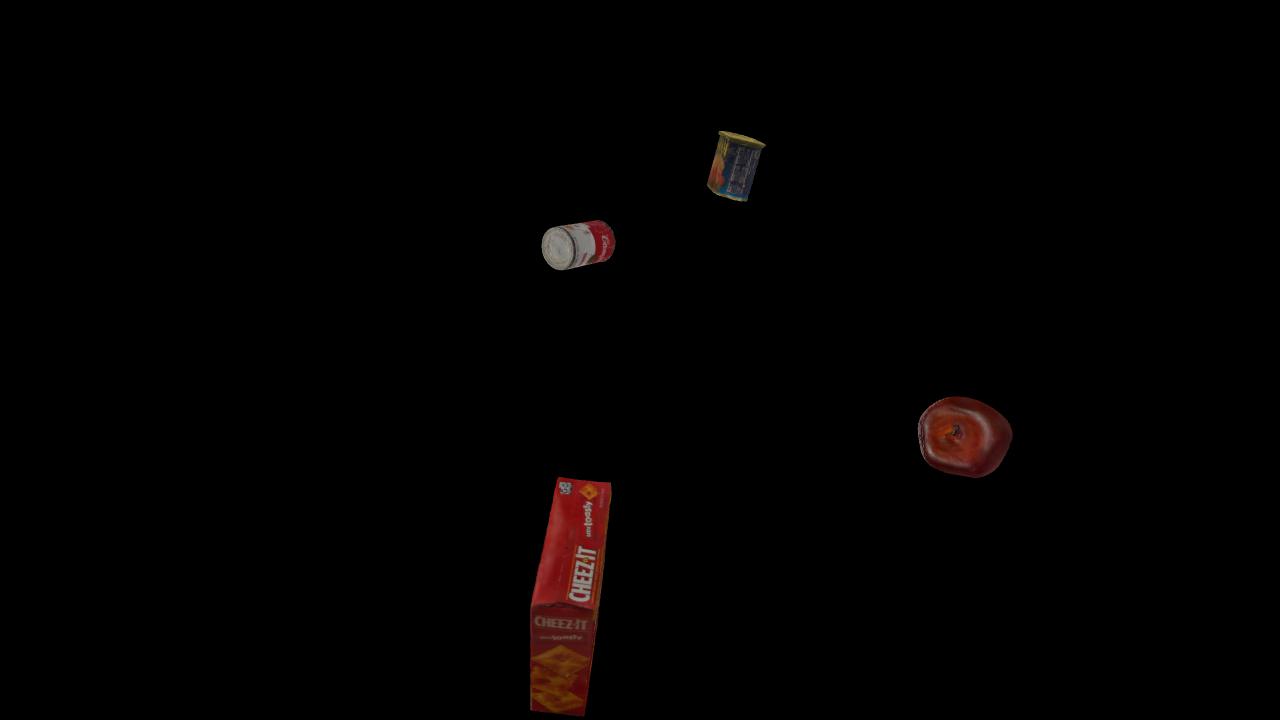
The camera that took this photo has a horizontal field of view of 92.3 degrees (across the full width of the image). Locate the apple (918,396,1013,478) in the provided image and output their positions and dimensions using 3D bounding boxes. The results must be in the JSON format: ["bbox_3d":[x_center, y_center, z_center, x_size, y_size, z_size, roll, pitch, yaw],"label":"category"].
[{"bbox_3d":[0.306,0.072,0.579,0.079,0.079,0.093,0,-11,37],"label":"apple"}]

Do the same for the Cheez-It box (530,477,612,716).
[{"bbox_3d":[-0.080,0.269,0.701,0.071,0.223,0.166,6,36,-2],"label":"Cheez-It box"}]

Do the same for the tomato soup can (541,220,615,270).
[{"bbox_3d":[-0.095,-0.180,0.958,0.068,0.068,0.101,0,15,37],"label":"tomato soup can"}]

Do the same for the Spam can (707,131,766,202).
[{"bbox_3d":[0.142,-0.293,0.929,0.058,0.085,0.101,9,25,-9],"label":"Spam can"}]
